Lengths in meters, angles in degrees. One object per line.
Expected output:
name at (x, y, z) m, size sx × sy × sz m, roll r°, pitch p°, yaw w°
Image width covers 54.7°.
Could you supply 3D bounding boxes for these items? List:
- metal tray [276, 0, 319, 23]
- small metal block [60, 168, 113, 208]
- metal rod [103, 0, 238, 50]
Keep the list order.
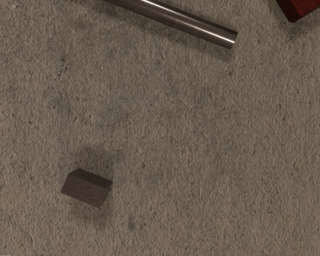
metal tray at (0.184, -0.220, 0.410) m, size 0.090 × 0.030 × 0.130 m, roll -32°, pitch 90°, yaw -1°
small metal block at (-0.092, 0.075, 0.396) m, size 0.050 × 0.050 × 0.025 m, roll 22°, pitch 90°, yaw -1°
metal rod at (-0.043, -0.170, 0.409) m, size 0.301 × 0.025 × 0.025 m, roll 21°, pitch 90°, yaw -1°
